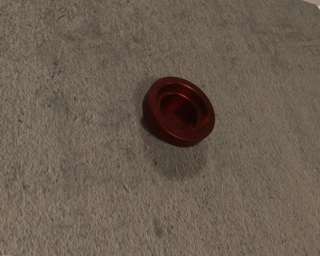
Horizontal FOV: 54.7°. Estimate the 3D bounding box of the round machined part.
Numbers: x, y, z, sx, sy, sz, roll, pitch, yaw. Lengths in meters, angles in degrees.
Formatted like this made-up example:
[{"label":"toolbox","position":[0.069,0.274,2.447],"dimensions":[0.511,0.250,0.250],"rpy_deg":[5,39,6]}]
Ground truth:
[{"label":"round machined part","position":[0.021,-0.018,0.417],"dimensions":[0.099,0.042,0.098],"rpy_deg":[14,56,-21]}]
